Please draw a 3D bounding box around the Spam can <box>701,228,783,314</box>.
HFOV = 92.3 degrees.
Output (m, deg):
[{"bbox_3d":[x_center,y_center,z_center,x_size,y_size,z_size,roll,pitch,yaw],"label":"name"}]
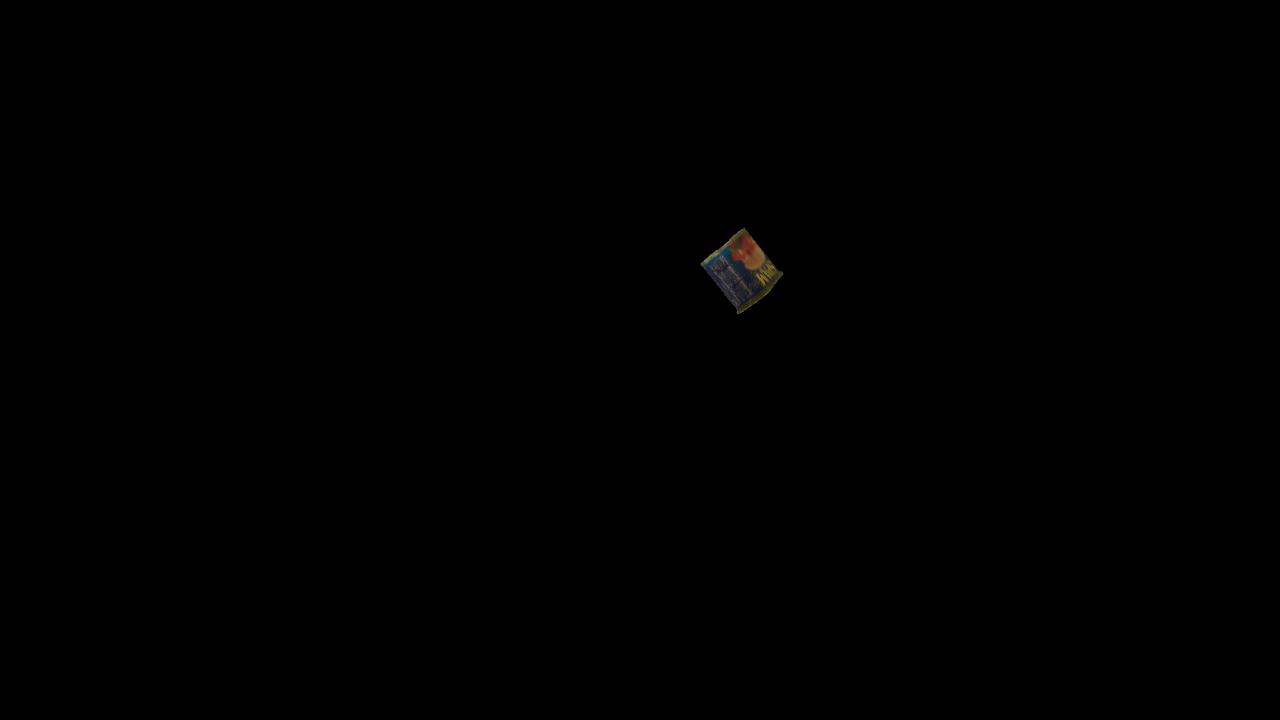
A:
[{"bbox_3d":[0.137,-0.122,0.828,0.058,0.085,0.101,-37,4,36],"label":"Spam can"}]
